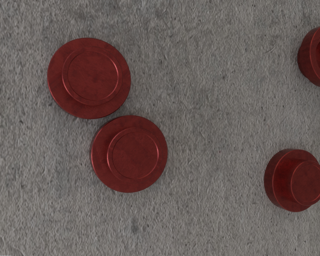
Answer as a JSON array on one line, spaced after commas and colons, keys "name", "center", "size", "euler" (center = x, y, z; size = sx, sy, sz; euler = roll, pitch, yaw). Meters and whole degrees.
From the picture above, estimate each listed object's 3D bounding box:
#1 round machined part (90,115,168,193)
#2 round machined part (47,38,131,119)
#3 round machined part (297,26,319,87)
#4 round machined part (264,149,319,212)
[{"name": "round machined part", "center": [-0.035, 0.033, 0.387], "size": [0.099, 0.042, 0.097], "euler": [0, 90, -20]}, {"name": "round machined part", "center": [-0.082, -0.059, 0.369], "size": [0.099, 0.042, 0.097], "euler": [0, 90, -20]}, {"name": "round machined part", "center": [0.262, -0.113, 0.496], "size": [0.099, 0.042, 0.097], "euler": [0, 90, -20]}, {"name": "round machined part", "center": [0.215, 0.082, 0.479], "size": [0.099, 0.042, 0.097], "euler": [0, 90, -20]}]
